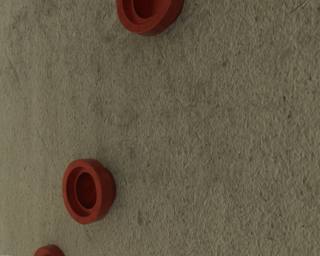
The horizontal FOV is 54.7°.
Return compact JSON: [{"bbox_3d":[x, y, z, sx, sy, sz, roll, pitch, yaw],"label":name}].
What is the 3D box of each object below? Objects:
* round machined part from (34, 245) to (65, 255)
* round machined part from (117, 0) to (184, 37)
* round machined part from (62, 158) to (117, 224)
[{"bbox_3d":[-0.211,0.270,0.569,0.098,0.042,0.097,0,90,40],"label":"round machined part"},{"bbox_3d":[-0.008,-0.168,0.400,0.098,0.042,0.097,0,90,40],"label":"round machined part"},{"bbox_3d":[-0.106,0.096,0.482,0.098,0.042,0.097,0,90,40],"label":"round machined part"}]
